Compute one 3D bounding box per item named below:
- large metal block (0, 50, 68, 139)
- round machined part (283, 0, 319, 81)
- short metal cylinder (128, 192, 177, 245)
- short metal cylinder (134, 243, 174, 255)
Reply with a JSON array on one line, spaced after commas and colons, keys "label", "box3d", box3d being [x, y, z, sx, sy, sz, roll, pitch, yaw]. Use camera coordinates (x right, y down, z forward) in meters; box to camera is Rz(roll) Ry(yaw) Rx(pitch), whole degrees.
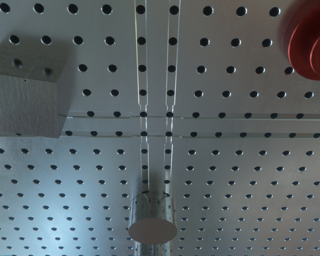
[{"label": "large metal block", "box3d": [-0.154, -0.038, 0.361, 0.081, 0.050, 0.079, 8, 130, -7]}, {"label": "round machined part", "box3d": [0.186, -0.090, 0.325, 0.099, 0.042, 0.097, 0, 130, 0]}, {"label": "short metal cylinder", "box3d": [-0.012, 0.154, 0.526, 0.081, 0.050, 0.079, -1, 130, -1]}, {"label": "short metal cylinder", "box3d": [-0.012, 0.271, 0.625, 0.081, 0.050, 0.079, 0, 130, 0]}]
